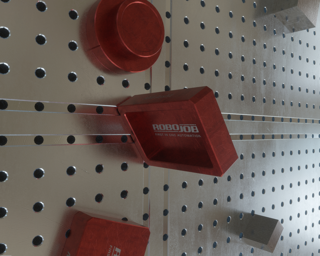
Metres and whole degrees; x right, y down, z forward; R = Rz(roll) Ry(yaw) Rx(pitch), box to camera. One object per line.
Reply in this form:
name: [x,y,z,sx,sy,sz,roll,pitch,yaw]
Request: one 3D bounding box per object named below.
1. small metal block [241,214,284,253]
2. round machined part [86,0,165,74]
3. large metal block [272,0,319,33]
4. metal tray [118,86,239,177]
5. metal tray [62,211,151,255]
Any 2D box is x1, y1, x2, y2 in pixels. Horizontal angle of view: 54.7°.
small metal block: [0.180,0.184,0.544,0.050,0.050,0.025,-51,120,-28]
round machined part: [-0.033,-0.115,0.370,0.099,0.042,0.097,0,90,-40]
large metal block: [0.276,-0.252,0.624,0.080,0.050,0.080,22,76,-38]
metal tray: [0.015,0.004,0.354,0.030,0.130,0.090,-39,114,-33]
metal tray: [-0.069,0.168,0.348,0.090,0.030,0.130,26,74,-37]
